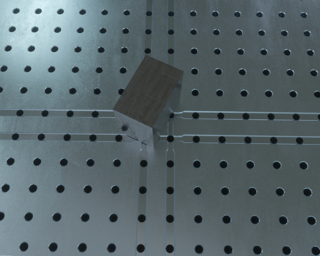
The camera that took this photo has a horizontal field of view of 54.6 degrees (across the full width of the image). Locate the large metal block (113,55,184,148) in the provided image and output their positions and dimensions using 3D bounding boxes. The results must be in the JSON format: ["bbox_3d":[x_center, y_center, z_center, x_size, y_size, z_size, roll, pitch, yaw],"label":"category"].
[{"bbox_3d":[-0.012,-0.031,0.394,0.050,0.080,0.080,26,72,9],"label":"large metal block"}]
